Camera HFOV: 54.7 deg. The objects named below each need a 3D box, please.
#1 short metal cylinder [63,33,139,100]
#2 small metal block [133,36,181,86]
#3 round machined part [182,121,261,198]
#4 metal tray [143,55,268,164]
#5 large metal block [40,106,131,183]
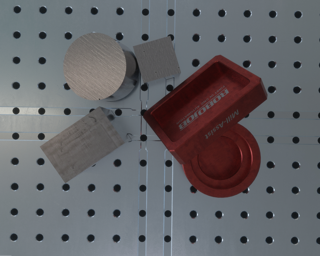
[{"bbox_3d":[-0.073,-0.074,0.392,0.080,0.050,0.079,1,94,13],"label":"short metal cylinder"},{"bbox_3d":[-0.004,-0.089,0.413,0.050,0.025,0.050,-16,90,-1],"label":"small metal block"},{"bbox_3d":[0.076,0.038,0.406,0.099,0.042,0.097,0,90,0],"label":"round machined part"},{"bbox_3d":[0.052,-0.027,0.382,0.130,0.090,0.030,-39,130,0],"label":"metal tray"},{"bbox_3d":[-0.087,0.018,0.385,0.080,0.080,0.050,-34,90,0],"label":"large metal block"}]
